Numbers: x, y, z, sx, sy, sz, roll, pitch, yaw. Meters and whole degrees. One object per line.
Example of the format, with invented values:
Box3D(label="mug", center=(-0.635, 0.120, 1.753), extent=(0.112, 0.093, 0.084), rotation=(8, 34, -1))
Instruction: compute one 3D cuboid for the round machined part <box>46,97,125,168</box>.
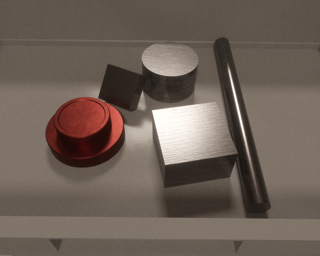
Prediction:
Box3D(label="round machined part", center=(-0.095, -0.002, 0.394), extent=(0.099, 0.042, 0.098), rotation=(0, 50, 0))

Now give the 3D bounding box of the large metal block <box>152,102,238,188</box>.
Box3D(label="large metal block", center=(0.037, 0.019, 0.373), extent=(0.081, 0.050, 0.080), rotation=(-8, 51, -7))

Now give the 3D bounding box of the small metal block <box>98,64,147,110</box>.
Box3D(label="small metal block", center=(-0.053, -0.057, 0.434), extent=(0.050, 0.050, 0.025), rotation=(21, 11, 17))

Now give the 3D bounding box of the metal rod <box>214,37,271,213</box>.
Box3D(label="metal rod", center=(0.106, -0.028, 0.430), extent=(0.025, 0.025, 0.300), rotation=(0, 50, -1))

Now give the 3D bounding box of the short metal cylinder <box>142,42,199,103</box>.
Box3D(label="short metal cylinder", center=(0.014, -0.083, 0.458), extent=(0.081, 0.050, 0.080), rotation=(1, 49, -1))
